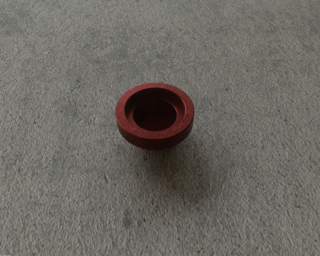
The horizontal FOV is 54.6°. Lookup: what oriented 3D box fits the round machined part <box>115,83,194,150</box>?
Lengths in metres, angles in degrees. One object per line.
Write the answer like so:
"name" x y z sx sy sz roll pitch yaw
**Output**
"round machined part" -0.006 -0.011 0.401 0.099 0.042 0.098 0 50 0
